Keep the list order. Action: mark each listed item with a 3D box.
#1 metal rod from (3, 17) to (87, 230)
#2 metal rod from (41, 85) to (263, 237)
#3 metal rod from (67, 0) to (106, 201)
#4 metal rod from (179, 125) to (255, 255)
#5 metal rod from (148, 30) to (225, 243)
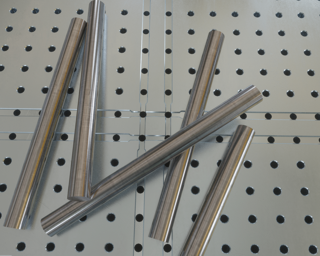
[{"bbox_3d":[-0.147,-0.020,0.417,0.025,0.025,0.299,9,70,3],"label":"metal rod"},{"bbox_3d":[-0.007,0.037,0.376,0.301,0.025,0.025,-33,74,-3],"label":"metal rod"},{"bbox_3d":[-0.094,-0.054,0.413,0.025,0.025,0.299,-1,64,-1],"label":"metal rod"},{"bbox_3d":[0.047,0.128,0.365,0.025,0.025,0.300,26,72,8],"label":"metal rod"},{"bbox_3d":[0.041,-0.003,0.413,0.025,0.025,0.299,16,71,5],"label":"metal rod"}]
